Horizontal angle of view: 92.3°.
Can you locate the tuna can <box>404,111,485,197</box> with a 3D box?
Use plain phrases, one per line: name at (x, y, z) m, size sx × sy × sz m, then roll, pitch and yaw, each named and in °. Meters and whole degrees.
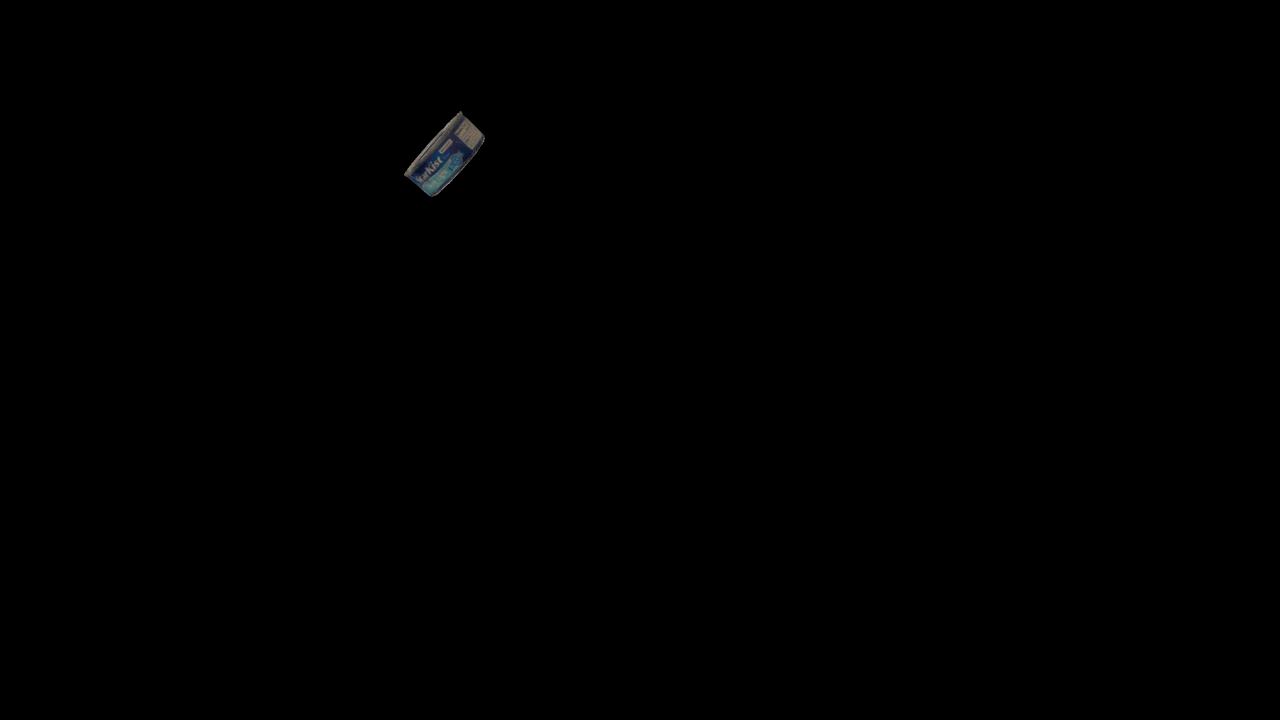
tuna can at (-0.193, -0.202, 0.608) m, size 0.034 × 0.084 × 0.084 m, roll 42°, pitch -23°, yaw -28°
